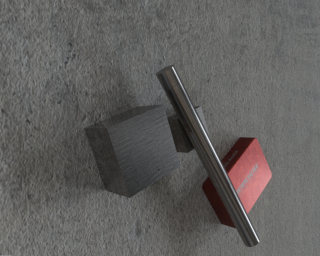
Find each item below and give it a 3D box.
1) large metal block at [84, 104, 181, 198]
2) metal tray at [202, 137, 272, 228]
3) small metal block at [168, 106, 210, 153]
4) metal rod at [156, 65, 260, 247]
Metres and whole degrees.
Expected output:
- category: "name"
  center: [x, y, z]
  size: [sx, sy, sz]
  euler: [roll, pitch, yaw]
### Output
- category: "large metal block"
  center: [-0.030, 0.024, 0.365]
  size: [0.081, 0.050, 0.080]
  euler: [-26, 107, -37]
- category: "metal tray"
  center: [0.133, 0.087, 0.516]
  size: [0.131, 0.030, 0.090]
  euler: [-44, 117, -31]
- category: "small metal block"
  center: [0.040, 0.001, 0.441]
  size: [0.050, 0.025, 0.050]
  euler: [-29, 109, -36]
- category: "metal rod"
  center: [0.074, 0.051, 0.432]
  size: [0.025, 0.025, 0.299]
  euler: [-42, 113, -32]
